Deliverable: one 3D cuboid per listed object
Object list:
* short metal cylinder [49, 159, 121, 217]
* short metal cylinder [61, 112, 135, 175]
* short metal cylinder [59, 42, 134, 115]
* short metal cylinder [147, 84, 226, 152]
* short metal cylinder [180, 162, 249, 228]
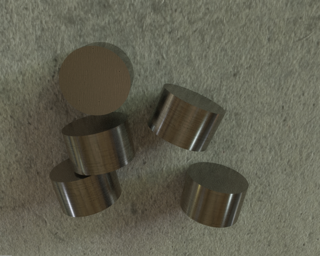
[{"bbox_3d":[-0.096,0.071,0.405,0.080,0.080,0.050,-11,110,3],"label":"short metal cylinder"},{"bbox_3d":[-0.075,0.017,0.386,0.080,0.080,0.050,-9,110,3],"label":"short metal cylinder"},{"bbox_3d":[-0.074,-0.061,0.373,0.081,0.050,0.079,0,110,-1],"label":"short metal cylinder"},{"bbox_3d":[0.032,-0.014,0.376,0.080,0.080,0.050,21,109,-8],"label":"short metal cylinder"},{"bbox_3d":[0.071,0.087,0.414,0.081,0.080,0.050,10,110,-4],"label":"short metal cylinder"}]
